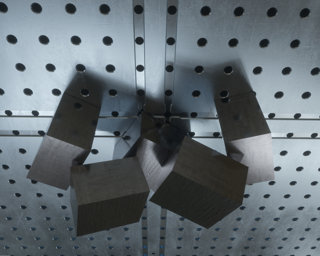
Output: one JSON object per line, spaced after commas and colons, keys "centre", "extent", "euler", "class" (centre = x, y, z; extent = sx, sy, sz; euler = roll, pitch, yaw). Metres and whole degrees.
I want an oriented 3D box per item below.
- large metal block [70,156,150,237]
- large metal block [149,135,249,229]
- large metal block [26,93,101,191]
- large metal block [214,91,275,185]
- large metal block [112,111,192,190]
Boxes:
{"centre": [-0.065, 0.084, 0.380], "extent": [0.081, 0.050, 0.079], "euler": [-7, 141, -22], "class": "large metal block"}
{"centre": [0.043, 0.066, 0.361], "extent": [0.080, 0.050, 0.080], "euler": [27, 140, -3], "class": "large metal block"}
{"centre": [-0.119, 0.017, 0.388], "extent": [0.050, 0.080, 0.080], "euler": [24, 126, -19], "class": "large metal block"}
{"centre": [0.105, 0.014, 0.389], "extent": [0.050, 0.080, 0.080], "euler": [-13, 129, 10], "class": "large metal block"}
{"centre": [-0.011, 0.035, 0.424], "extent": [0.080, 0.050, 0.080], "euler": [26, 125, -21], "class": "large metal block"}
